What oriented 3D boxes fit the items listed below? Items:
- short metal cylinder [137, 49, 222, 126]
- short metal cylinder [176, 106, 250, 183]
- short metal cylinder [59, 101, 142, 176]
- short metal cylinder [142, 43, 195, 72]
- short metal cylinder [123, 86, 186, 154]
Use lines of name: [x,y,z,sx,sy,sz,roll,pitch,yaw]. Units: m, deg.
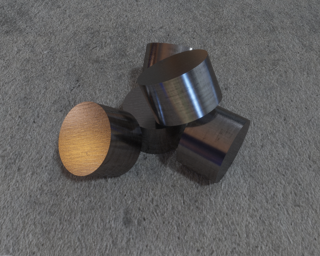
short metal cylinder: [0.022,-0.045,0.340,0.080,0.050,0.080,-20,26,11]
short metal cylinder: [0.062,0.016,0.356,0.050,0.080,0.080,28,56,21]
short metal cylinder: [-0.068,0.014,0.349,0.080,0.050,0.080,-6,78,34]
short metal cylinder: [0.017,-0.084,0.431,0.080,0.080,0.050,11,94,9]
short metal cylinder: [-0.005,-0.013,0.399,0.081,0.050,0.080,0,50,0]
